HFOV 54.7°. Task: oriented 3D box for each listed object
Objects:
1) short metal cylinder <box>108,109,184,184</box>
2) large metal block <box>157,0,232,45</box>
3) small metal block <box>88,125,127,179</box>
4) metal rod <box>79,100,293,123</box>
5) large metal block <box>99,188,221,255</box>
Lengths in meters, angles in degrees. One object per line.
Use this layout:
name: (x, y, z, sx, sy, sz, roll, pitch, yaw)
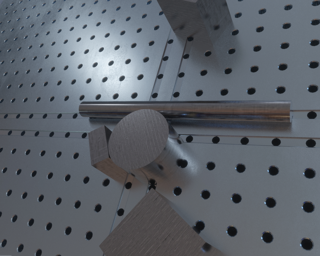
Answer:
short metal cylinder: (-0.016, 0.023, 0.385, 0.080, 0.050, 0.080, -13, 56, 20)
large metal block: (0.050, -0.177, 0.454, 0.080, 0.080, 0.050, 31, 79, 37)
small metal block: (-0.067, 0.032, 0.406, 0.025, 0.050, 0.050, -25, 53, 13)
metal rod: (0.013, -0.024, 0.414, 0.300, 0.025, 0.025, 2, 63, 29)
large metal block: (0.000, 0.123, 0.316, 0.080, 0.050, 0.080, -47, 52, -5)
